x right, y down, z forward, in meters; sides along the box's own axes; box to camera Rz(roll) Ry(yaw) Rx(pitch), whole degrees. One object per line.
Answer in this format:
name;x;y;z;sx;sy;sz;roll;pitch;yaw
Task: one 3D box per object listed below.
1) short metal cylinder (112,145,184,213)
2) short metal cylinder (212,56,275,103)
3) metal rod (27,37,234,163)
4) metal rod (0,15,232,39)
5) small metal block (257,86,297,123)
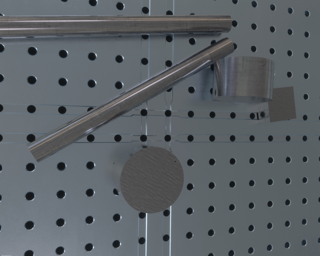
short metal cylinder;-0.017;0.062;0.394;0.081;0.050;0.079;0;90;-20
short metal cylinder;0.114;-0.064;0.426;0.081;0.080;0.050;4;89;-20
metal rod;-0.024;-0.045;0.403;0.302;0.025;0.025;-31;101;-17
metal rod;-0.043;-0.131;0.396;0.303;0.025;0.025;-8;93;-20
small metal block;0.180;-0.036;0.479;0.050;0.025;0.050;-8;93;-20
